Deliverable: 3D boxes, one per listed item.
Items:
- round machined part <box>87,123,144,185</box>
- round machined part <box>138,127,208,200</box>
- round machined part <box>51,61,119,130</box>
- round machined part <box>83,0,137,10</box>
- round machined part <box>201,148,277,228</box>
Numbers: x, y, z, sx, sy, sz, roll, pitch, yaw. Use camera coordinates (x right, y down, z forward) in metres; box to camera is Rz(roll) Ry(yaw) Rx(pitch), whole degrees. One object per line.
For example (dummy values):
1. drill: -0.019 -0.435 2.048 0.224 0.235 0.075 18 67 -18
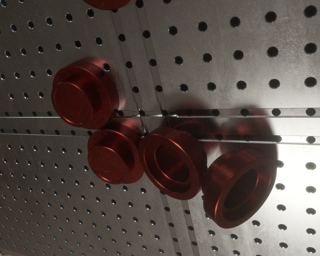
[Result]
1. round machined part: -0.068 0.045 0.462 0.098 0.042 0.097 13 124 20
2. round machined part: 0.022 0.041 0.402 0.098 0.042 0.097 26 133 31
3. round machined part: -0.111 -0.040 0.432 0.098 0.042 0.097 13 124 20
4. round machined part: -0.050 -0.175 0.317 0.098 0.042 0.097 13 124 20
5. round machined part: 0.089 0.067 0.368 0.042 0.099 0.097 38 138 46
